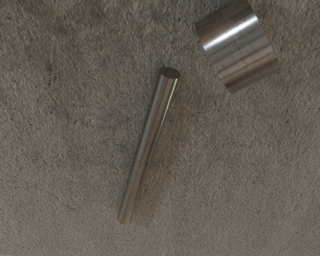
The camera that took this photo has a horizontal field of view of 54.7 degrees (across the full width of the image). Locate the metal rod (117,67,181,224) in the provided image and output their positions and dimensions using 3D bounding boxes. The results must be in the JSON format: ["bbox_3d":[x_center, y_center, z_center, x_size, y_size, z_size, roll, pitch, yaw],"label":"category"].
[{"bbox_3d":[-0.026,0.047,0.446,0.025,0.025,0.298,11,129,-9],"label":"metal rod"}]

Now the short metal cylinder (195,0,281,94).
[{"bbox_3d":[0.076,-0.081,0.303,0.050,0.080,0.080,-27,125,21],"label":"short metal cylinder"}]
